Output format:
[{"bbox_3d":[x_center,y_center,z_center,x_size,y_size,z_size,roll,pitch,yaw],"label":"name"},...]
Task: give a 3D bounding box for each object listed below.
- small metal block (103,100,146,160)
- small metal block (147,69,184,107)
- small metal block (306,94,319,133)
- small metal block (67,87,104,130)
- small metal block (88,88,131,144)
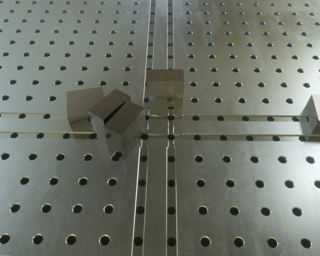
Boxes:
[{"bbox_3d":[-0.042,0.003,0.389,0.025,0.050,0.050,25,54,19],"label":"small metal block"},{"bbox_3d":[0.007,-0.056,0.438,0.050,0.050,0.025,-1,50,-1],"label":"small metal block"},{"bbox_3d":[0.234,-0.018,0.424,0.050,0.025,0.050,5,50,4],"label":"small metal block"},{"bbox_3d":[-0.101,-0.028,0.431,0.050,0.025,0.050,-9,51,-8],"label":"small metal block"},{"bbox_3d":[-0.062,-0.015,0.404,0.025,0.050,0.050,29,56,22],"label":"small metal block"}]
